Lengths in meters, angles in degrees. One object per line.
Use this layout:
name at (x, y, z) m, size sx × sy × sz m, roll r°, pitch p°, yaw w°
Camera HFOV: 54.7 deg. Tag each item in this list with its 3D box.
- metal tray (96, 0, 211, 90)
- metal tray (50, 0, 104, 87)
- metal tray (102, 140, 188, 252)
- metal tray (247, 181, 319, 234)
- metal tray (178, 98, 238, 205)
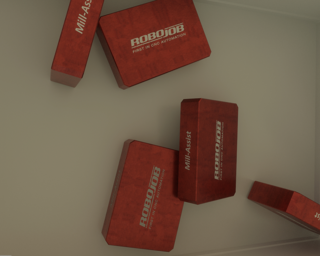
metal tray at (-0.007, -0.114, 0.405) m, size 0.131 × 0.030 × 0.090 m, roll -24°, pitch 98°, yaw -18°
metal tray at (-0.088, -0.115, 0.343) m, size 0.030 × 0.090 × 0.129 m, roll 16°, pitch 85°, yaw -19°
metal tray at (-0.015, 0.087, 0.402) m, size 0.091 × 0.030 × 0.129 m, roll 15°, pitch 85°, yaw -20°
metal tray at (0.206, 0.123, 0.451) m, size 0.131 × 0.090 × 0.030 m, roll 29°, pitch 81°, yaw -18°
metal tray at (0.066, 0.029, 0.413) m, size 0.091 × 0.030 × 0.129 m, roll 2°, pitch 89°, yaw -45°
